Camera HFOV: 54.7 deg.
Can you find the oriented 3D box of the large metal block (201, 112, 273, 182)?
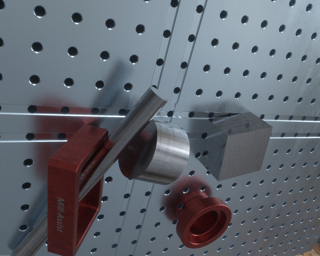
[{"bbox_3d":[0.115,0.027,0.475,0.081,0.050,0.079,-10,123,-24],"label":"large metal block"}]

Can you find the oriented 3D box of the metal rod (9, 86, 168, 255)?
[{"bbox_3d":[-0.096,0.070,0.376,0.025,0.025,0.299,29,110,-38],"label":"metal rod"}]

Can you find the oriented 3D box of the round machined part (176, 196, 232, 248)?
[{"bbox_3d":[0.071,0.157,0.536,0.099,0.042,0.097,-14,124,-21],"label":"round machined part"}]

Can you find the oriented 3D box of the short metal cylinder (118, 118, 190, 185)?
[{"bbox_3d":[-0.009,0.028,0.388,0.050,0.080,0.080,19,108,-36],"label":"short metal cylinder"}]

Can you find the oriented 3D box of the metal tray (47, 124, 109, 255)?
[{"bbox_3d":[-0.095,0.072,0.361,0.030,0.090,0.129,13,117,6],"label":"metal tray"}]
